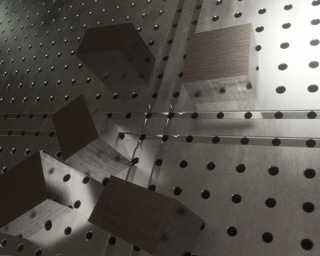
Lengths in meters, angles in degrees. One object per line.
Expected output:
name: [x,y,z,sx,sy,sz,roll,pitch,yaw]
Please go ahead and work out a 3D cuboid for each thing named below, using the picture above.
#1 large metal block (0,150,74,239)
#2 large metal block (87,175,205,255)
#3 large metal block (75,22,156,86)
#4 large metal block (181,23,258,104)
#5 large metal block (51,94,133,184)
large metal block: [-0.175,0.091,0.426,0.080,0.050,0.080,-33,52,6]
large metal block: [-0.011,0.096,0.319,0.080,0.080,0.050,13,69,33]
large metal block: [-0.065,-0.108,0.472,0.080,0.080,0.050,3,63,29]
large metal block: [0.080,-0.081,0.399,0.080,0.050,0.080,-3,60,26]
large metal block: [-0.089,0.016,0.408,0.050,0.080,0.080,-34,52,5]
